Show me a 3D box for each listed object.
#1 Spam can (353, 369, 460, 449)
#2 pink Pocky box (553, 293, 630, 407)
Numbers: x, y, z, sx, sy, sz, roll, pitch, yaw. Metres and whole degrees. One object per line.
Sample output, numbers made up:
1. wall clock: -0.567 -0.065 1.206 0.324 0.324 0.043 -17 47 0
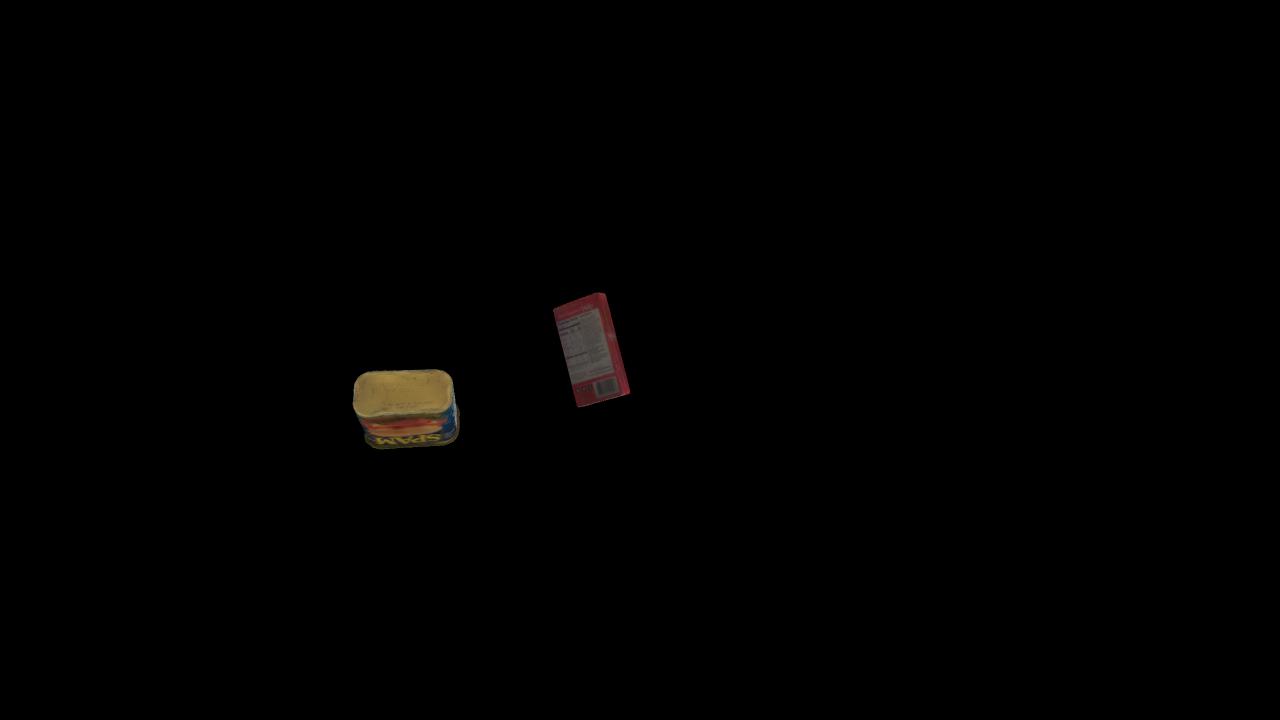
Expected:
1. Spam can: -0.249 0.052 0.663 0.101 0.058 0.085 -2 -29 -15
2. pink Pocky box: -0.072 -0.014 0.908 0.084 0.155 0.029 -17 -4 28
